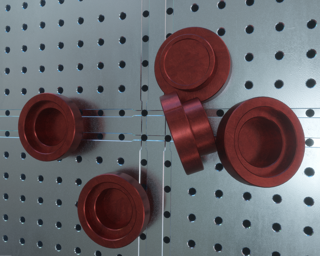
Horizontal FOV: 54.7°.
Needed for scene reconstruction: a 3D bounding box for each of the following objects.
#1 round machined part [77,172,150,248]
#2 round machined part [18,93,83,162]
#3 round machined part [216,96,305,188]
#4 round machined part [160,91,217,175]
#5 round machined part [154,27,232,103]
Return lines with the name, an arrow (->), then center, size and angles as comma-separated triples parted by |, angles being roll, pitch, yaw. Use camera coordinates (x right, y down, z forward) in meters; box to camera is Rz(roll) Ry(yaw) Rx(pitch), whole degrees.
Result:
round machined part -> -0.059, 0.108, 0.423 | 0.098, 0.042, 0.097 | 0, 90, 19
round machined part -> -0.155, -0.001, 0.457 | 0.098, 0.042, 0.097 | 0, 90, 19
round machined part -> 0.108, 0.016, 0.349 | 0.099, 0.042, 0.097 | 2, 84, -15
round machined part -> 0.036, 0.002, 0.363 | 0.042, 0.098, 0.098 | -19, 84, 4
round machined part -> 0.038, -0.079, 0.389 | 0.098, 0.042, 0.097 | 0, 90, 19
